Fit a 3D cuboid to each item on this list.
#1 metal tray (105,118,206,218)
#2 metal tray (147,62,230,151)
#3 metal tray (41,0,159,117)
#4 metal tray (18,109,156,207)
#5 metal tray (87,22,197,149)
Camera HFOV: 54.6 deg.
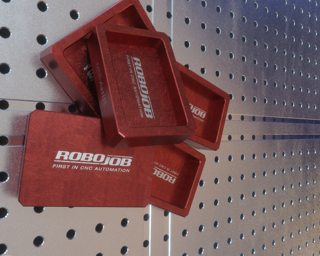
[{"bbox_3d":[-0.003,0.053,0.401,0.130,0.030,0.090,32,71,-35],"label":"metal tray"},{"bbox_3d":[0.041,-0.028,0.437,0.131,0.030,0.090,23,76,-38],"label":"metal tray"},{"bbox_3d":[-0.055,-0.083,0.357,0.131,0.030,0.090,-47,117,-29],"label":"metal tray"},{"bbox_3d":[-0.072,0.034,0.323,0.131,0.030,0.090,8,86,-26],"label":"metal tray"},{"bbox_3d":[-0.020,-0.046,0.332,0.091,0.030,0.130,-2,67,-33],"label":"metal tray"}]
